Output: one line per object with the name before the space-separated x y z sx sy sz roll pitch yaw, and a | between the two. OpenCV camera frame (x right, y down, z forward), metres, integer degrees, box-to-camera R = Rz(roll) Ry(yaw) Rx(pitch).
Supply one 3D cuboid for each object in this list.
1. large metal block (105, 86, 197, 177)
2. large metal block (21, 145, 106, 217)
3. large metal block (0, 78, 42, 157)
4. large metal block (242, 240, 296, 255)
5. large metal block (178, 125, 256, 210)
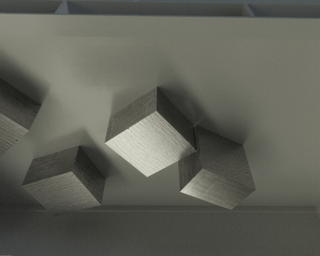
large metal block | -0.011 0.007 0.399 0.080 0.050 0.080 -31 124 23
large metal block | -0.139 0.080 0.460 0.080 0.050 0.080 -17 128 14
large metal block | -0.210 -0.014 0.378 0.080 0.050 0.080 -35 122 26
large metal block | 0.231 0.284 0.639 0.080 0.050 0.080 34 122 -25
large metal block | 0.073 0.053 0.418 0.080 0.080 0.050 23 126 -19
